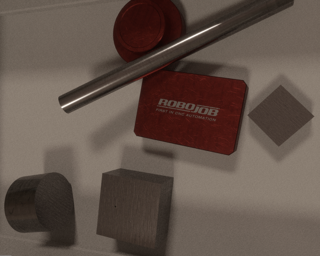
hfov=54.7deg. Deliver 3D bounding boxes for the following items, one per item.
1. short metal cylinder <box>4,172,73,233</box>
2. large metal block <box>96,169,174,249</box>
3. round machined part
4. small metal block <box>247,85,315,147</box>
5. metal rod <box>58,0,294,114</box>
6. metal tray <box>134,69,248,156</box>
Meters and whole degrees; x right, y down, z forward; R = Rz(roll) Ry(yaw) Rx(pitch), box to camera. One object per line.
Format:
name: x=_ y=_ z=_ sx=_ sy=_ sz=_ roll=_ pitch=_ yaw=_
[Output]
short metal cylinder: x=-0.169 y=0.106 z=0.439 sx=0.050 sy=0.080 sz=0.080 roll=-10 pitch=87 yaw=19
large metal block: x=-0.032 y=0.102 z=0.407 sx=0.080 sy=0.050 sz=0.079 roll=7 pitch=92 yaw=19
round machined part: x=-0.019 y=-0.129 z=0.407 sx=0.098 sy=0.042 sz=0.097 roll=0 pitch=90 yaw=19
small metal block: x=0.140 y=-0.014 z=0.361 sx=0.050 sy=0.025 sz=0.050 roll=-45 pitch=77 yaw=14
metal rod: x=0.013 y=-0.091 z=0.378 sx=0.301 sy=0.025 sz=0.025 roll=-24 pitch=82 yaw=7
metal tray: x=0.038 y=-0.023 z=0.394 sx=0.130 sy=0.030 sz=0.089 roll=11 pitch=94 yaw=19
